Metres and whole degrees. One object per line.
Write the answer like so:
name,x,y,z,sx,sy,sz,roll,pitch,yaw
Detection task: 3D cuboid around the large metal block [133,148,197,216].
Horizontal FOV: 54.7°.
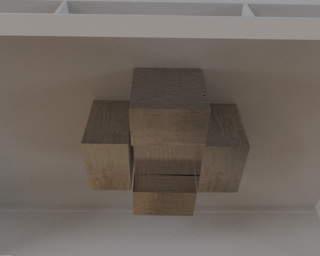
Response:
large metal block,0.005,0.074,0.434,0.081,0.080,0.050,1,130,-1

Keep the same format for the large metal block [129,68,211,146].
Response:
large metal block,0.009,-0.025,0.349,0.081,0.080,0.050,1,130,-1

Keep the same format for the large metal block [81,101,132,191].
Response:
large metal block,-0.060,0.021,0.389,0.050,0.080,0.079,1,130,-1

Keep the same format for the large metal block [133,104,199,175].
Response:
large metal block,0.008,0.015,0.402,0.081,0.050,0.079,0,130,-1

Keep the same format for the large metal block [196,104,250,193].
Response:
large metal block,0.073,0.025,0.394,0.050,0.080,0.079,1,130,-1
